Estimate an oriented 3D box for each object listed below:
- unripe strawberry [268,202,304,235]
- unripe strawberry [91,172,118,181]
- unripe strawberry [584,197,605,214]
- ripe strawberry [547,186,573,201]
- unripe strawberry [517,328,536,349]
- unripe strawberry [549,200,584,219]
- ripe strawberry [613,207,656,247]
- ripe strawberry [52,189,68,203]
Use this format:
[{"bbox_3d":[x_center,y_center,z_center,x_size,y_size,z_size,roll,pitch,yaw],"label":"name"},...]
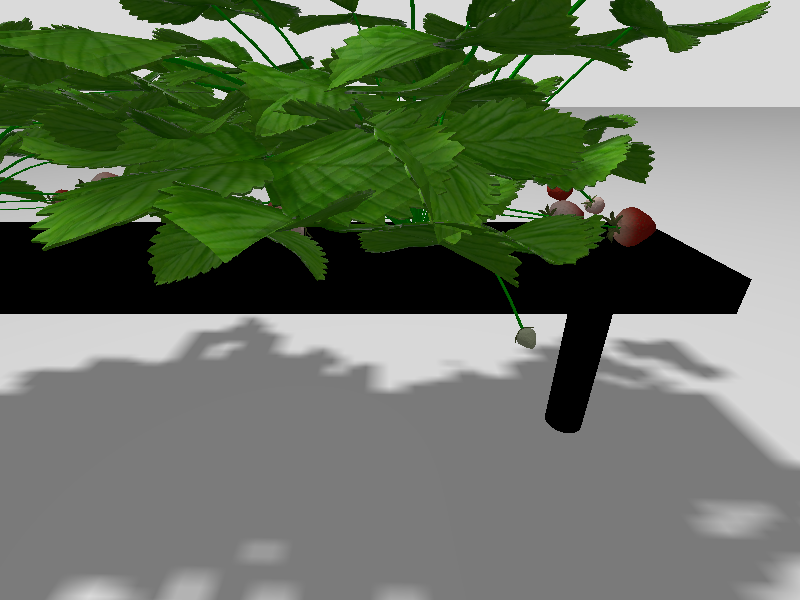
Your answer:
[{"bbox_3d":[-0.105,-0.071,0.359,0.039,0.041,0.036,0,28,1],"label":"unripe strawberry"},{"bbox_3d":[-0.315,-0.119,0.449,0.049,0.048,0.045,-21,34,-36],"label":"unripe strawberry"},{"bbox_3d":[0.220,-0.106,0.450,0.022,0.019,0.022,20,14,-34],"label":"unripe strawberry"},{"bbox_3d":[0.203,-0.140,0.506,0.032,0.027,0.032,28,-14,42],"label":"ripe strawberry"},{"bbox_3d":[0.070,0.021,0.219,0.010,0.011,0.011,-9,47,-16],"label":"unripe strawberry"},{"bbox_3d":[0.161,-0.080,0.388,0.034,0.034,0.032,-5,28,-11],"label":"unripe strawberry"},{"bbox_3d":[0.211,-0.065,0.358,0.036,0.034,0.033,1,28,0],"label":"ripe strawberry"},{"bbox_3d":[-0.360,-0.106,0.439,0.026,0.030,0.029,21,34,35],"label":"ripe strawberry"}]
